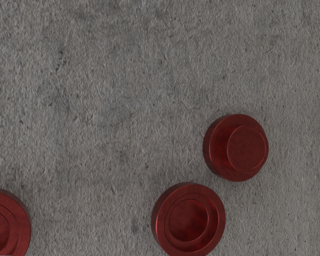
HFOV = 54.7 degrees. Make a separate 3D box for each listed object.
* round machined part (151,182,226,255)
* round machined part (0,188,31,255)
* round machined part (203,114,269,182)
[{"bbox_3d":[0.034,0.120,0.413,0.099,0.042,0.097,0,90,-20],"label":"round machined part"},{"bbox_3d":[-0.190,0.111,0.330,0.099,0.042,0.097,0,90,-20],"label":"round machined part"},{"bbox_3d":[0.114,0.029,0.442,0.099,0.042,0.097,0,90,-20],"label":"round machined part"}]
